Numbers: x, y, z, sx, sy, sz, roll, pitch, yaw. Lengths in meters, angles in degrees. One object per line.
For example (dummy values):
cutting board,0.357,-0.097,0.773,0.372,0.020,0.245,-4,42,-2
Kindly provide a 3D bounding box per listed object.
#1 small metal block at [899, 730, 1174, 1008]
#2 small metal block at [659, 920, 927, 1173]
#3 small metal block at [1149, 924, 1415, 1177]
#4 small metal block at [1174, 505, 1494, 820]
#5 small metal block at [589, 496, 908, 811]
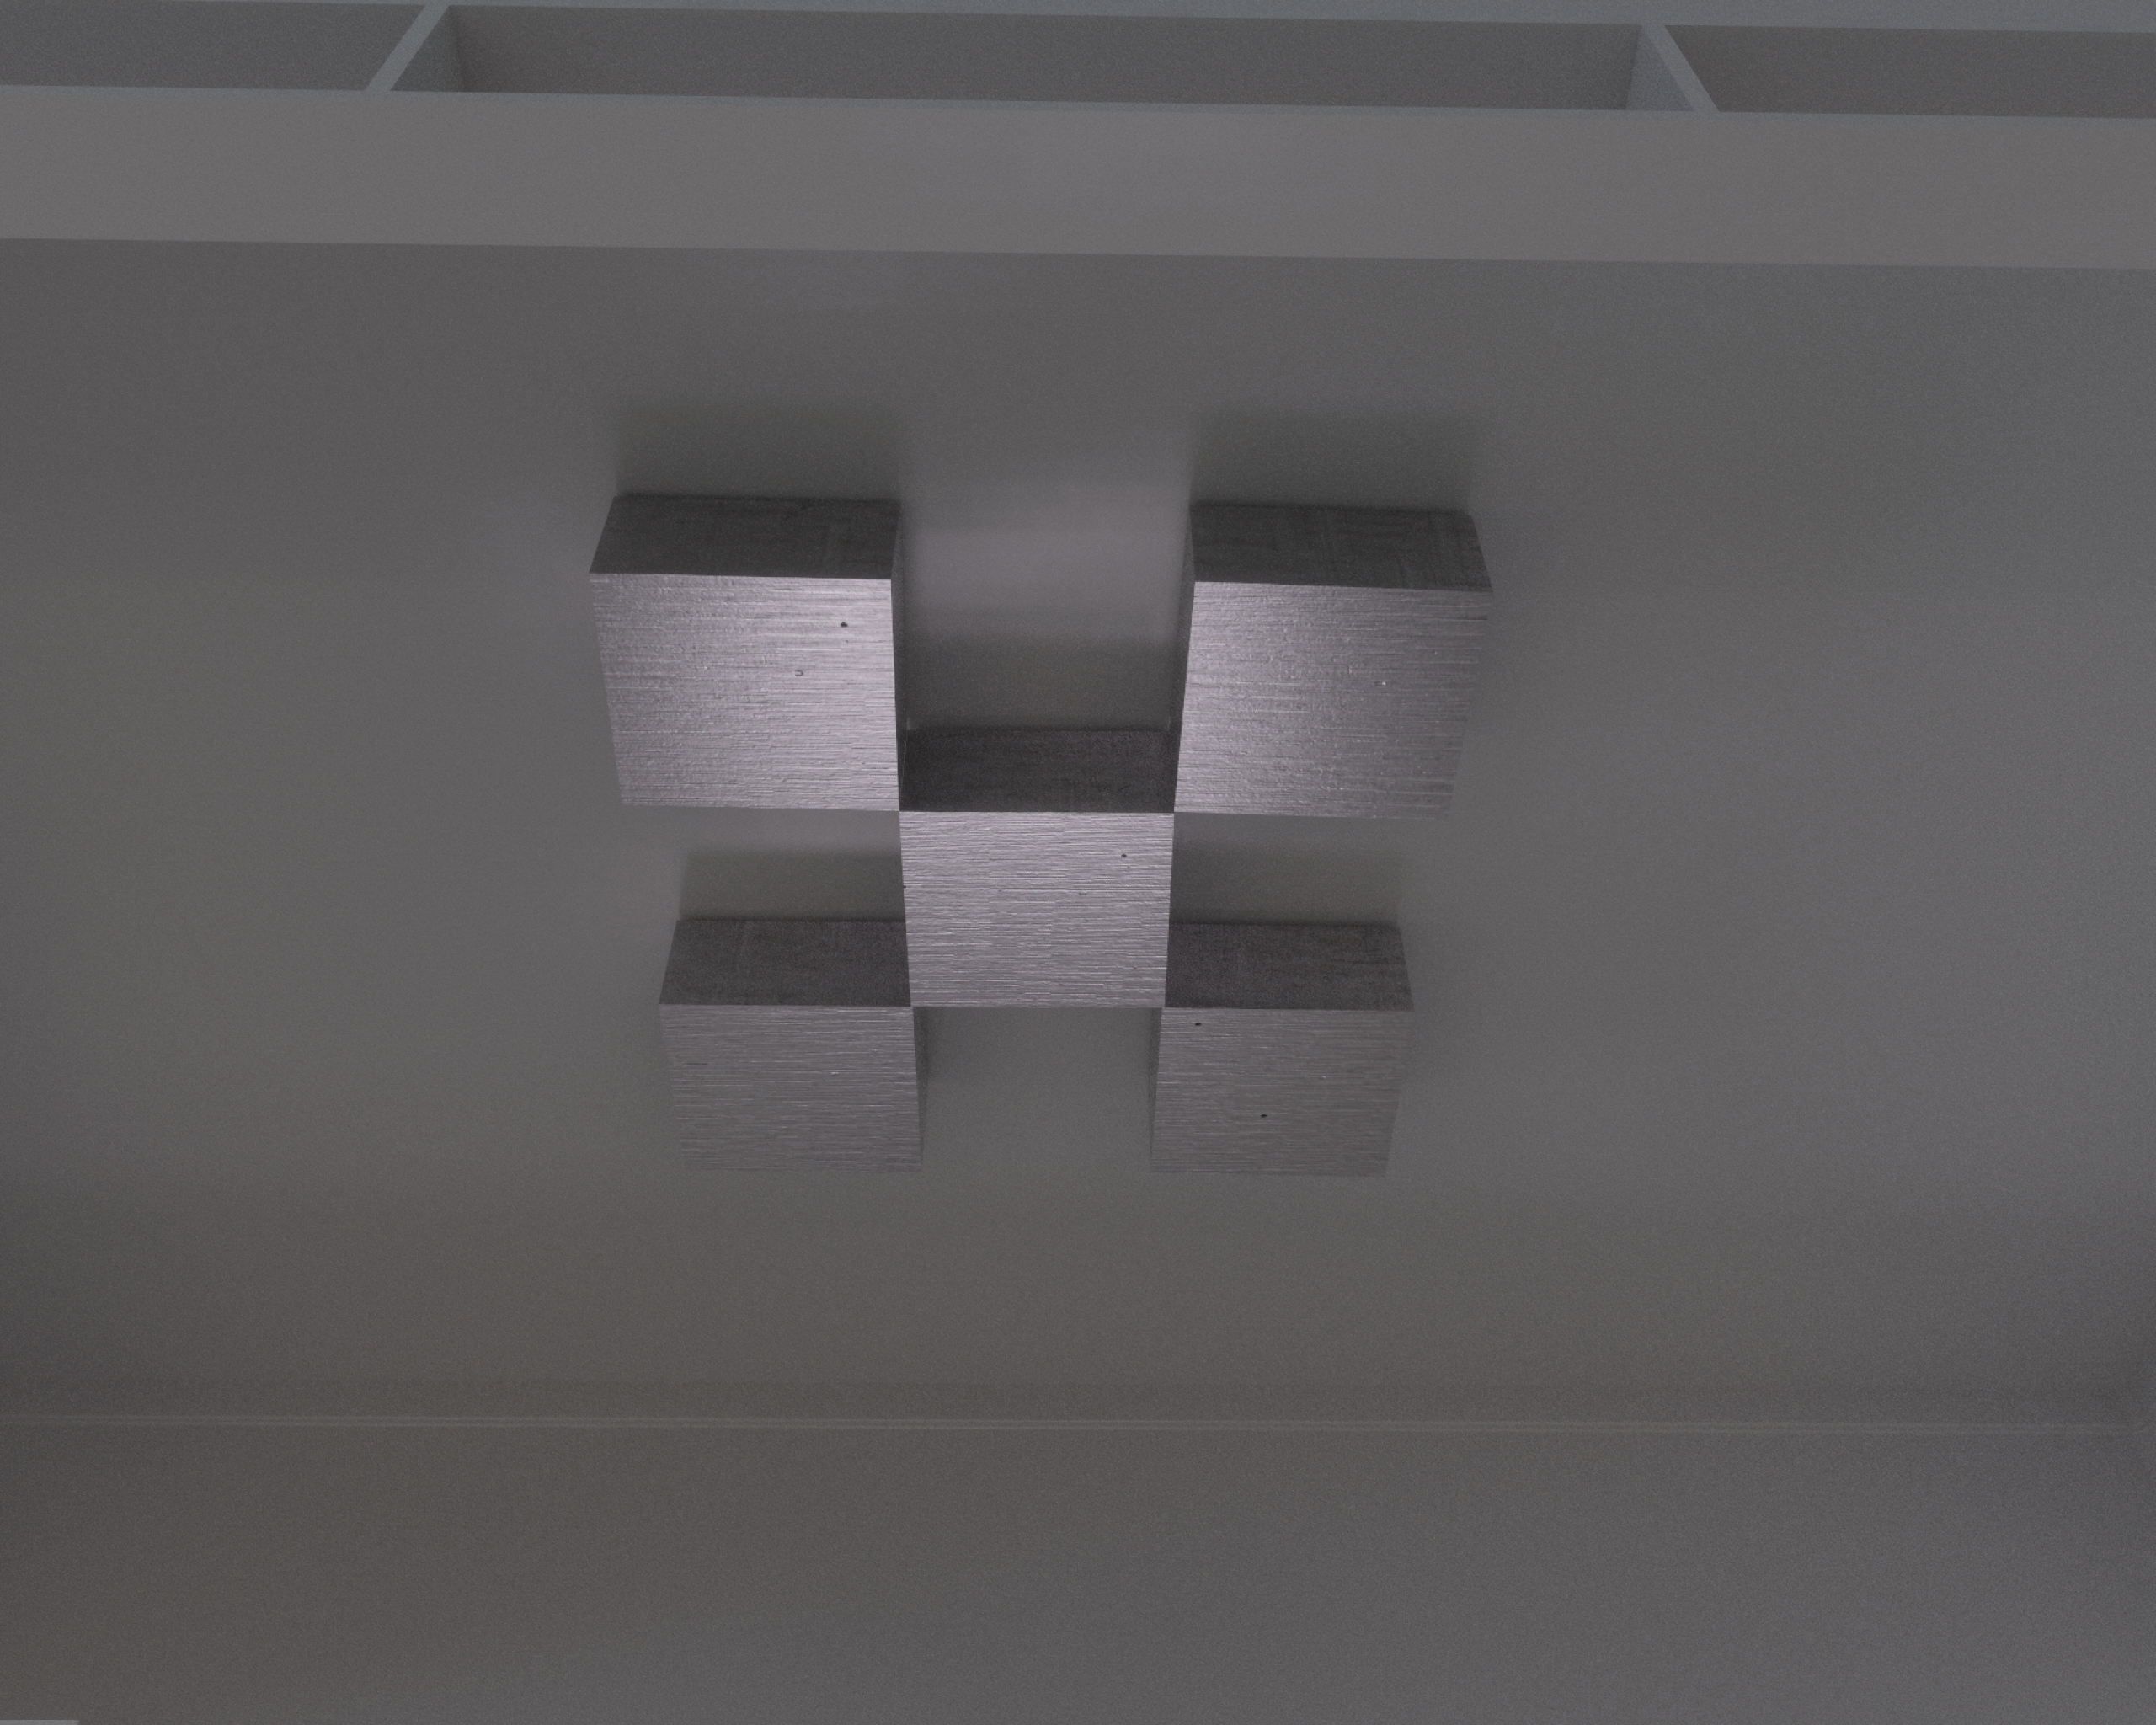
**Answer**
small metal block,-0.008,0.002,0.407,0.050,0.025,0.050,0,130,-1
small metal block,-0.058,0.039,0.439,0.050,0.025,0.050,0,130,-1
small metal block,0.041,0.040,0.440,0.050,0.025,0.050,1,130,-1
small metal block,0.044,-0.035,0.376,0.050,0.025,0.050,2,130,-2
small metal block,-0.057,-0.037,0.374,0.050,0.025,0.050,1,130,-1
